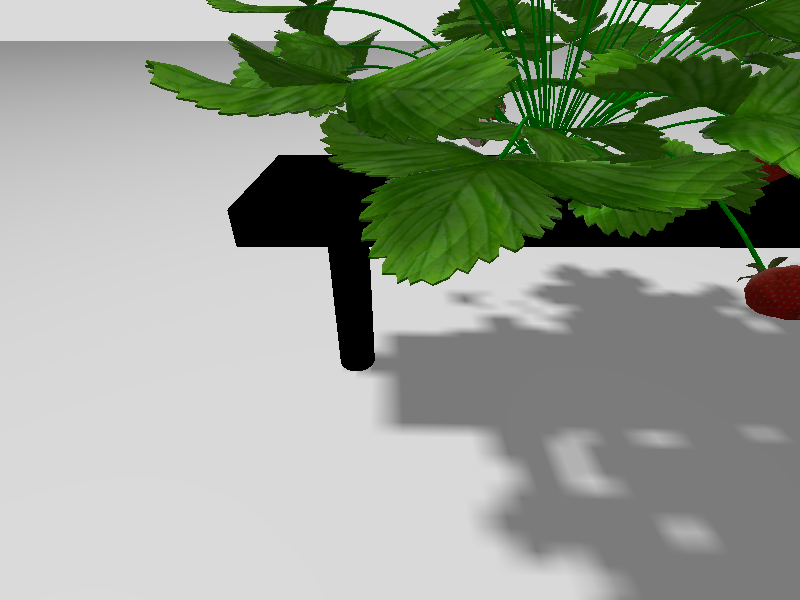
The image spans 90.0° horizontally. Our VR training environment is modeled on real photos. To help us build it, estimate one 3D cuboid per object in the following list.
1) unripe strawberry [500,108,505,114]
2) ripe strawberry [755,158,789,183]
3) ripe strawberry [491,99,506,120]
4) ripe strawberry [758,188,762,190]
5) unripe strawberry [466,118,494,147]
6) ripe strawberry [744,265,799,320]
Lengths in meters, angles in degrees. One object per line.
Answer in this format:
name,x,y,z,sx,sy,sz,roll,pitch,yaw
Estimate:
unripe strawberry,0.129,-0.239,0.511,0.011,0.010,0.010,1,34,1
ripe strawberry,0.297,-0.112,0.321,0.036,0.036,0.040,5,35,6
ripe strawberry,0.122,-0.252,0.532,0.034,0.030,0.031,0,-2,-1
ripe strawberry,0.240,-0.079,0.283,0.025,0.024,0.027,20,39,25
unripe strawberry,0.082,-0.180,0.425,0.035,0.032,0.032,-14,36,-19
ripe strawberry,0.165,-0.002,0.172,0.027,0.024,0.024,-6,-41,-9
